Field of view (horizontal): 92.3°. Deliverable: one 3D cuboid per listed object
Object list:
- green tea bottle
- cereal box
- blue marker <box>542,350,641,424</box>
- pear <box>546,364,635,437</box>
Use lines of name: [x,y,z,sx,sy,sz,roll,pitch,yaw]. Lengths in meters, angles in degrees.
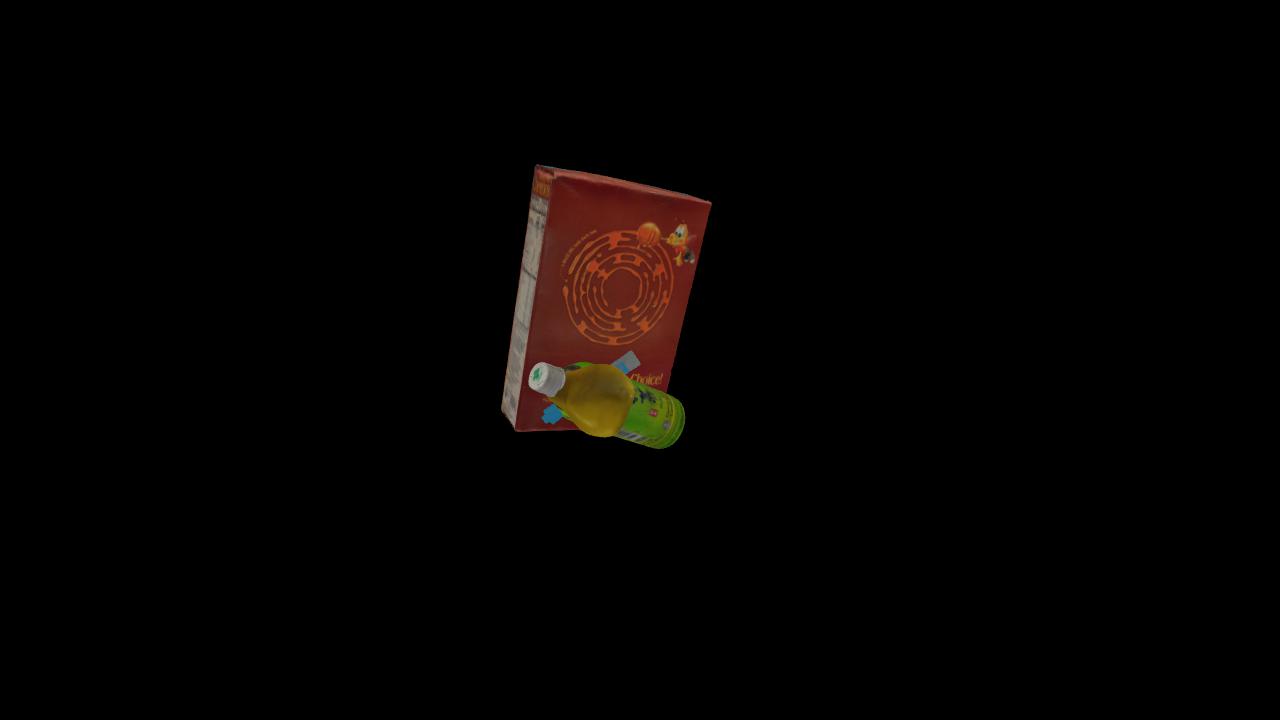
green tea bottle: [-0.035,0.048,0.696,0.073,0.073,0.212,0,-16,42]
cereal box: [-0.045,-0.064,0.751,0.203,0.306,0.081,1,20,-29]
blue marker: [-0.054,0.031,0.664,0.121,0.020,0.020,-34,1,-2]
pear: [-0.063,0.033,0.646,0.111,0.080,0.080,23,1,2]
